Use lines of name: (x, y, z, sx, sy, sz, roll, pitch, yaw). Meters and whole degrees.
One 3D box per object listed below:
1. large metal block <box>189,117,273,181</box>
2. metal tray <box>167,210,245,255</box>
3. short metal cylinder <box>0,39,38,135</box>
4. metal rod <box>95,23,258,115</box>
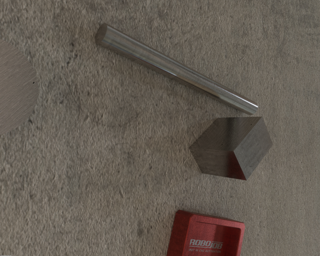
large metal block: (0.105, 0.027, 0.456, 0.080, 0.080, 0.050, -42, 116, -32)
metal tray: (0.070, 0.177, 0.460, 0.131, 0.030, 0.090, 22, 76, -38)
short metal cylinder: (-0.152, -0.033, 0.261, 0.081, 0.050, 0.080, 0, 90, -40)
metal rod: (0.046, -0.070, 0.442, 0.302, 0.025, 0.025, 18, 79, -39)
